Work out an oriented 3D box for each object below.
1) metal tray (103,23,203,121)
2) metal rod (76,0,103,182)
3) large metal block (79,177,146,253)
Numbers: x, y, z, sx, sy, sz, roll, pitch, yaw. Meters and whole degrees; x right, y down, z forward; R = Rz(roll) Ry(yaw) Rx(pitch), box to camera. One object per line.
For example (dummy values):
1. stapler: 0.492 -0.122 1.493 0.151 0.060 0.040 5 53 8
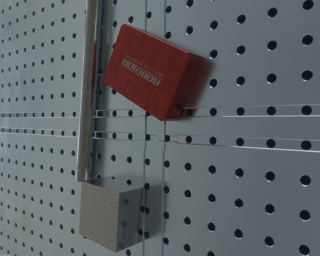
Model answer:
1. metal tray: -0.015 -0.076 0.416 0.130 0.030 0.089 35 111 34
2. metal rod: -0.114 -0.062 0.500 0.025 0.025 0.298 7 95 39
3. large metal block: -0.070 0.120 0.448 0.080 0.050 0.079 6 94 39
